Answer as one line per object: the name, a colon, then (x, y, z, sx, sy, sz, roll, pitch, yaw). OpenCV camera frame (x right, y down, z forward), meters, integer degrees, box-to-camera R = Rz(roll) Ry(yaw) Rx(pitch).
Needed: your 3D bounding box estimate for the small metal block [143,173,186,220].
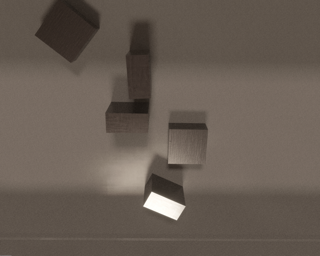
small metal block: (0.006, 0.095, 0.433, 0.050, 0.050, 0.025, 25, 108, -9)

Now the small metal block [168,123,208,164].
small metal block: (0.037, 0.021, 0.420, 0.050, 0.025, 0.050, 1, 110, -1)

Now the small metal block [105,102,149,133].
small metal block: (-0.040, -0.014, 0.392, 0.050, 0.050, 0.025, 1, 110, -1)

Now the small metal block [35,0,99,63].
small metal block: (-0.109, -0.114, 0.368, 0.050, 0.025, 0.050, 38, 105, -13)

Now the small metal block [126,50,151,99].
small metal block: (-0.024, -0.066, 0.373, 0.025, 0.050, 0.050, -2, 110, 0)
